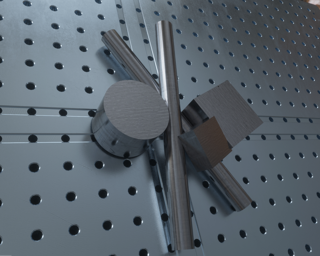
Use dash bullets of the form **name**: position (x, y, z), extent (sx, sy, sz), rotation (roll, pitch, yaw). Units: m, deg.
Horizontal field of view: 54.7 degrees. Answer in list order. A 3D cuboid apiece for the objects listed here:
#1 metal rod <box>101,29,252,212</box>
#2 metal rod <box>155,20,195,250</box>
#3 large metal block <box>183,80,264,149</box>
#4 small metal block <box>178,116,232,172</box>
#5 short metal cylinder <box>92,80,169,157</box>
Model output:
- **metal rod**: position (0.018, -0.015, 0.423), extent (0.025, 0.025, 0.300), rotation (-32, 80, -38)
- **metal rod**: position (0.015, -0.007, 0.391), extent (0.025, 0.025, 0.299), rotation (6, 67, -25)
- **large metal block**: position (0.085, -0.011, 0.439), extent (0.081, 0.050, 0.080), rotation (-31, 79, -38)
- **small metal block**: position (0.057, 0.019, 0.382), extent (0.050, 0.025, 0.050), rotation (-30, 93, -46)
- **short metal cylinder**: position (-0.036, -0.011, 0.375), extent (0.081, 0.050, 0.080), rotation (14, 56, -21)
